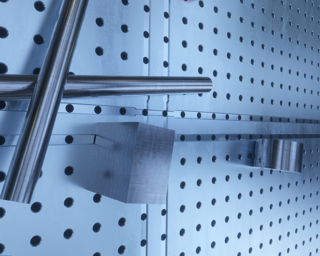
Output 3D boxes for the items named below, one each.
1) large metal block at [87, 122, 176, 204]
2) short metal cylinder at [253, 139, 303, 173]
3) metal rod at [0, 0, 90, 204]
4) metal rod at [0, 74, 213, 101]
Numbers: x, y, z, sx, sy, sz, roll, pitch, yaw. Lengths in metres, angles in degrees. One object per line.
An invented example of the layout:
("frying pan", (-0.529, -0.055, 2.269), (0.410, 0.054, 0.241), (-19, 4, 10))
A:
("large metal block", (-0.034, 0.037, 0.347), (0.050, 0.080, 0.080), (14, 81, -40))
("short metal cylinder", (0.211, 0.050, 0.554), (0.081, 0.080, 0.050), (13, 82, -40))
("metal rod", (-0.096, -0.079, 0.303), (0.025, 0.025, 0.299), (25, 66, -38))
("metal rod", (-0.045, -0.051, 0.373), (0.302, 0.025, 0.025), (-7, 95, -40))
